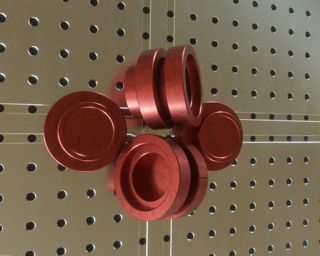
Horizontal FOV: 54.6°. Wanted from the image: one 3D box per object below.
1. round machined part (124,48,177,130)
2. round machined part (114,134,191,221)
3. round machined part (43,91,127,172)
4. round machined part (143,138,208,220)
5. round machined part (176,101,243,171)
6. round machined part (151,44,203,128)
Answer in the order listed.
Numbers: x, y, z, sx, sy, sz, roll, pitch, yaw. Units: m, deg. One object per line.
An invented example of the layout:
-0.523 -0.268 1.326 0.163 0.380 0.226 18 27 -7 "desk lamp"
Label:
-0.011 -0.046 0.382 0.042 0.098 0.097 -5 92 20 "round machined part"
-0.005 0.058 0.367 0.042 0.098 0.098 13 85 -52 "round machined part"
-0.087 0.004 0.371 0.099 0.042 0.097 0 90 -20 "round machined part"
0.018 0.063 0.390 0.042 0.098 0.098 14 85 -51 "round machined part"
0.075 0.012 0.431 0.099 0.042 0.097 0 90 -20 "round machined part"
0.021 -0.048 0.374 0.042 0.098 0.097 -5 92 20 "round machined part"
